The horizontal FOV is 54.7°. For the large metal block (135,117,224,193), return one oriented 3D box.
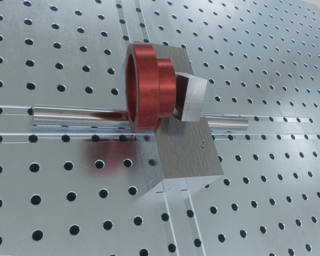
[{"bbox_3d":[0.022,0.031,0.385,0.081,0.050,0.080,1,61,-28],"label":"large metal block"}]

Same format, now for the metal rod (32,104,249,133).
[{"bbox_3d":[-0.006,-0.009,0.410,0.303,0.025,0.025,2,61,-27],"label":"metal rod"}]

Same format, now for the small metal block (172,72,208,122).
[{"bbox_3d":[0.028,-0.039,0.375,0.025,0.050,0.050,1,18,-28],"label":"small metal block"}]

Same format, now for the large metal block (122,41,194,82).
[{"bbox_3d":[0.000,-0.069,0.434,0.081,0.050,0.080,1,62,-28],"label":"large metal block"}]

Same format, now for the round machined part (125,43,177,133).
[{"bbox_3d":[-0.011,-0.044,0.345,0.042,0.098,0.098,-3,63,-14],"label":"round machined part"}]
